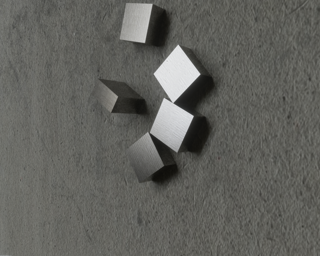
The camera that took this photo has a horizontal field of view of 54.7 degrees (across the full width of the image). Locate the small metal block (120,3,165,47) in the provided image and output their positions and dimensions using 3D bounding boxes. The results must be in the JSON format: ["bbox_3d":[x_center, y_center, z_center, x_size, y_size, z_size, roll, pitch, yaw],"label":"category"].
[{"bbox_3d":[-0.025,-0.142,0.426,0.050,0.025,0.050,20,103,38],"label":"small metal block"}]

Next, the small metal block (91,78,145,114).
[{"bbox_3d":[-0.059,-0.044,0.438,0.050,0.050,0.025,41,115,32],"label":"small metal block"}]

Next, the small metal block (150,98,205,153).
[{"bbox_3d":[0.021,-0.004,0.388,0.050,0.025,0.050,35,112,34],"label":"small metal block"}]

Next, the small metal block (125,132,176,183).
[{"bbox_3d":[-0.013,0.039,0.416,0.050,0.025,0.050,-39,66,33],"label":"small metal block"}]

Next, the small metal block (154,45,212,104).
[{"bbox_3d":[0.027,-0.065,0.383,0.050,0.025,0.050,-46,63,30],"label":"small metal block"}]
